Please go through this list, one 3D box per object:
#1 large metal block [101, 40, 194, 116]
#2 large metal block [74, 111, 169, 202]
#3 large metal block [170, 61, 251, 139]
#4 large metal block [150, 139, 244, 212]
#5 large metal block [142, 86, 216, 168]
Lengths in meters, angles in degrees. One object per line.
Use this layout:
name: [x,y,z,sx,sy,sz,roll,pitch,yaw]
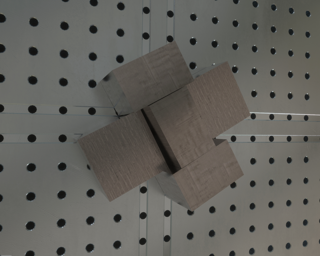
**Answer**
large metal block: [-0.019,-0.057,0.376,0.080,0.080,0.050,-30,100,-17]
large metal block: [-0.049,0.031,0.382,0.080,0.050,0.080,-28,99,-18]
large metal block: [0.063,-0.034,0.421,0.080,0.050,0.080,-30,102,-17]
large metal block: [0.044,0.055,0.399,0.080,0.080,0.050,-30,100,-18]
large metal block: [0.013,-0.001,0.388,0.050,0.080,0.080,-30,100,-17]
